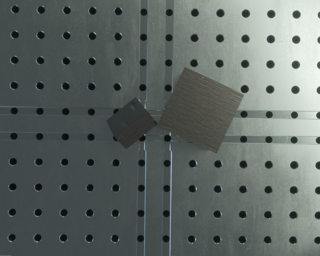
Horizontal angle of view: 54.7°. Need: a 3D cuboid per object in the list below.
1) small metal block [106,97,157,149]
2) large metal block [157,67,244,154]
[{"bbox_3d":[-0.037,-0.007,0.398,0.050,0.050,0.025,-39,121,0],"label":"small metal block"},{"bbox_3d":[0.049,-0.022,0.402,0.080,0.050,0.080,25,90,-1],"label":"large metal block"}]
